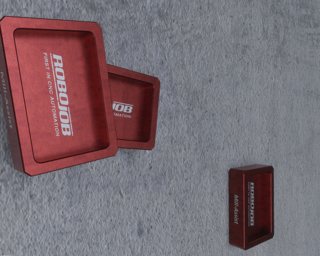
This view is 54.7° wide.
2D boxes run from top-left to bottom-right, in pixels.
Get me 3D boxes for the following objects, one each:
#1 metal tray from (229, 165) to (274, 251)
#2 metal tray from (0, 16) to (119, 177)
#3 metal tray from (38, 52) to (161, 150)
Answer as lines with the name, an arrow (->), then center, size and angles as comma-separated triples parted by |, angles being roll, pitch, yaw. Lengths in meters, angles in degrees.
metal tray -> 0.159, 0.132, 0.534 | 0.091, 0.030, 0.129 | -1, 91, -40
metal tray -> -0.092, -0.030, 0.284 | 0.091, 0.030, 0.129 | -12, 97, -39
metal tray -> -0.062, -0.024, 0.349 | 0.131, 0.030, 0.089 | 8, 85, -40
